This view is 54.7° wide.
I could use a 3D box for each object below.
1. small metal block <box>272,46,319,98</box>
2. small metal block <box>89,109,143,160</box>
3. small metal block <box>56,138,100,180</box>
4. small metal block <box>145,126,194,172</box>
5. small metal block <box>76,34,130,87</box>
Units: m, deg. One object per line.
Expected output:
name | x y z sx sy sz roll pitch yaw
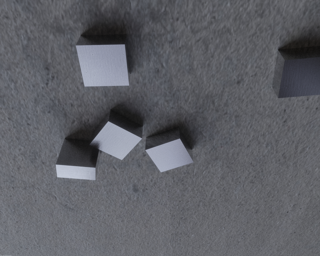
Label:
small metal block | 0.161 -0.064 0.355 0.050 0.025 0.050 -5 130 3
small metal block | -0.058 0.010 0.415 0.050 0.025 0.050 29 124 -23
small metal block | -0.110 0.042 0.425 0.050 0.050 0.025 6 130 -5
small metal block | 0.014 0.031 0.434 0.050 0.025 0.050 -20 128 15
small metal block | -0.061 -0.074 0.343 0.050 0.025 0.050 -1 130 0
